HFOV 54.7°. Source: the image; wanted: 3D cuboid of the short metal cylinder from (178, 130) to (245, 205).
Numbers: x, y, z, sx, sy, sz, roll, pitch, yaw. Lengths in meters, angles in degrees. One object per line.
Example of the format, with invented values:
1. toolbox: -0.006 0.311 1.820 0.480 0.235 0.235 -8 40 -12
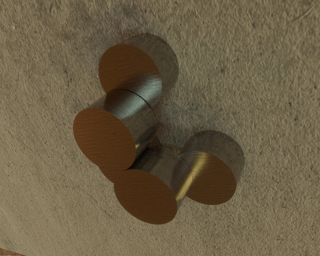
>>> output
1. short metal cylinder: 0.061 0.049 0.390 0.080 0.050 0.079 13 124 21

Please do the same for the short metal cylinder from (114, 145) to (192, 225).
1. short metal cylinder: -0.007 0.068 0.372 0.080 0.050 0.079 13 124 20

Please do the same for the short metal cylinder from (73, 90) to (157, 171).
1. short metal cylinder: -0.051 0.003 0.355 0.080 0.050 0.079 13 124 21

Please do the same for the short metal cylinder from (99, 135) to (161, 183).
1. short metal cylinder: -0.043 0.039 0.439 0.080 0.050 0.079 13 124 21

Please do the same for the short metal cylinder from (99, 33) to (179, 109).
1. short metal cylinder: -0.024 -0.066 0.365 0.080 0.050 0.079 13 124 21
